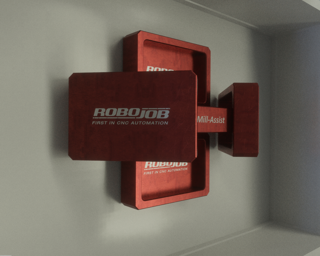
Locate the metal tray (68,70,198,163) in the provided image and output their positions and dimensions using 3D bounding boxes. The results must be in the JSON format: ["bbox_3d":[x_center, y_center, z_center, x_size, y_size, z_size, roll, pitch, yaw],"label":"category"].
[{"bbox_3d":[-0.027,-0.012,0.322,0.030,0.131,0.089,3,87,-82],"label":"metal tray"}]

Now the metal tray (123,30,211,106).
[{"bbox_3d":[0.013,-0.070,0.412,0.131,0.030,0.089,0,91,-41],"label":"metal tray"}]

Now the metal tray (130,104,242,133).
[{"bbox_3d":[0.029,-0.010,0.387,0.131,0.090,0.030,0,90,-41],"label":"metal tray"}]

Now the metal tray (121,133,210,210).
[{"bbox_3d":[0.012,0.051,0.409,0.131,0.030,0.089,0,90,-41],"label":"metal tray"}]

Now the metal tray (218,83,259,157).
[{"bbox_3d":[0.105,-0.010,0.433,0.030,0.130,0.089,1,90,2],"label":"metal tray"}]
